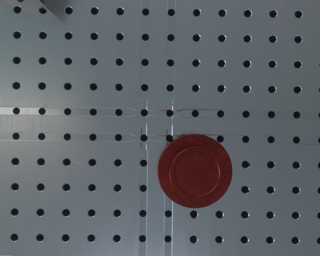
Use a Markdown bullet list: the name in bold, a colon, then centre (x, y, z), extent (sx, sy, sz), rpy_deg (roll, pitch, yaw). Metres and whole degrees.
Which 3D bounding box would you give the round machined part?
- **round machined part**: centre (0.046, 0.057, 0.405), extent (0.099, 0.042, 0.097), rpy_deg (0, 90, 0)

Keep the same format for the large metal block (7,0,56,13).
- **large metal block**: centre (-0.176, -0.206, 0.399), extent (0.080, 0.050, 0.080), rpy_deg (16, 90, 0)
